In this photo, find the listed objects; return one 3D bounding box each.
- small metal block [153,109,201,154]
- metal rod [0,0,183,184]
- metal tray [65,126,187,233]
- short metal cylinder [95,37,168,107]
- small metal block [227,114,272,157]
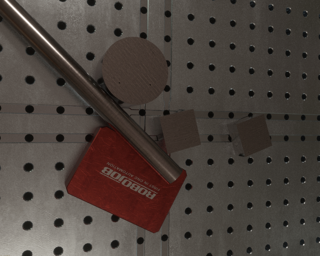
[{"bbox_3d":[0.023,0.004,0.422,0.050,0.025,0.050,-14,95,-20],"label":"small metal block"},{"bbox_3d":[-0.085,-0.047,0.361,0.300,0.025,0.025,46,75,-7],"label":"metal rod"},{"bbox_3d":[-0.041,0.066,0.396,0.131,0.030,0.090,31,80,-18],"label":"metal tray"},{"bbox_3d":[-0.036,-0.067,0.387,0.081,0.050,0.079,0,90,-21],"label":"short metal cylinder"},{"bbox_3d":[0.134,0.010,0.464,0.050,0.025,0.050,-19,97,-19],"label":"small metal block"}]
